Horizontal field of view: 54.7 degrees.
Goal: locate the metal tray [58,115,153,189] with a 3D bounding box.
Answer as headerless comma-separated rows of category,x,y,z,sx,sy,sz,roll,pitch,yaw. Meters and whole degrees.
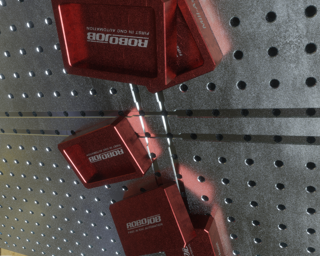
metal tray,-0.087,0.041,0.477,0.130,0.030,0.090,-18,109,35

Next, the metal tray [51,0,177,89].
metal tray,-0.048,-0.097,0.332,0.130,0.030,0.089,12,124,21

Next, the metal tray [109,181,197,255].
metal tray,-0.016,0.145,0.481,0.130,0.030,0.090,-28,79,37

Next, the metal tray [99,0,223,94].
metal tray,0.000,-0.111,0.337,0.090,0.030,0.130,-17,110,34

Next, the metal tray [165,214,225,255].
metal tray,0.053,0.198,0.501,0.090,0.030,0.129,-4,117,29
